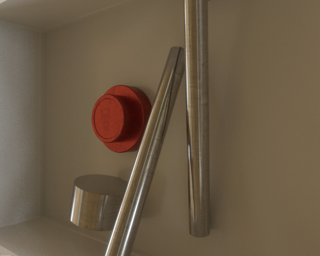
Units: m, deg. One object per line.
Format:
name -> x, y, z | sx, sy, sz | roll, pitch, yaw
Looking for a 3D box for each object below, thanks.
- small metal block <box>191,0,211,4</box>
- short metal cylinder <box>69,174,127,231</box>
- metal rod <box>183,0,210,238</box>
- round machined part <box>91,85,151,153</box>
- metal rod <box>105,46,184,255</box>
small metal block -> 0.045, -0.166, 0.352 | 0.050, 0.050, 0.025 | 0, 90, 39
short metal cylinder -> -0.083, 0.103, 0.437 | 0.080, 0.081, 0.050 | 17, 101, 38
metal rod -> 0.041, -0.023, 0.337 | 0.025, 0.025, 0.298 | 7, 105, 39
round machined part -> -0.060, -0.013, 0.443 | 0.098, 0.042, 0.097 | 0, 90, 39
metal rod -> -0.017, 0.042, 0.342 | 0.025, 0.025, 0.299 | 2, 67, 39
